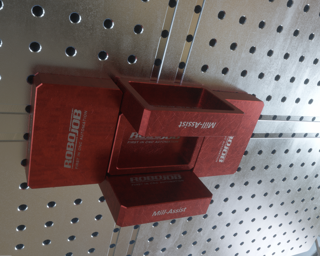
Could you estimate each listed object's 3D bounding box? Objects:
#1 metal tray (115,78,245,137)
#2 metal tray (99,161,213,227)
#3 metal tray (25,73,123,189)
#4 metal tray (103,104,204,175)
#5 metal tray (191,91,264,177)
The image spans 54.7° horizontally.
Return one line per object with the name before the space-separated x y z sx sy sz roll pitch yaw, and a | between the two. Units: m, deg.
metal tray | 0.022 -0.025 0.367 0.131 0.090 0.030 1 118 -29
metal tray | -0.007 0.081 0.415 0.131 0.090 0.030 1 118 -29
metal tray | -0.101 0.007 0.357 0.091 0.030 0.129 1 118 -29
metal tray | -0.005 0.014 0.413 0.131 0.030 0.089 1 118 -29
metal tray | 0.093 0.011 0.466 0.091 0.030 0.129 0 118 -30
